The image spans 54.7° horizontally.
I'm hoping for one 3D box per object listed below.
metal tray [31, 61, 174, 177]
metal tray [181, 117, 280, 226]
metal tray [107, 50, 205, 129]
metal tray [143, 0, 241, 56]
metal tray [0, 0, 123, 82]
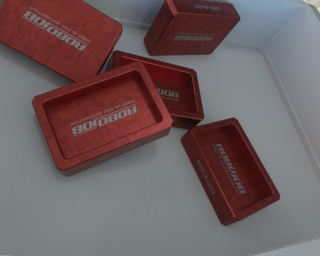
[{"bbox_3d":[-0.062,-0.013,0.347,0.131,0.030,0.090,-22,73,-14],"label":"metal tray"},{"bbox_3d":[0.096,0.054,0.422,0.091,0.030,0.130,-13,68,-34],"label":"metal tray"},{"bbox_3d":[-0.007,-0.051,0.431,0.131,0.030,0.090,9,58,-24],"label":"metal tray"},{"bbox_3d":[0.050,-0.155,0.487,0.131,0.090,0.030,-10,67,-33],"label":"metal tray"},{"bbox_3d":[-0.123,-0.117,0.378,0.131,0.030,0.090,29,87,-11],"label":"metal tray"}]
